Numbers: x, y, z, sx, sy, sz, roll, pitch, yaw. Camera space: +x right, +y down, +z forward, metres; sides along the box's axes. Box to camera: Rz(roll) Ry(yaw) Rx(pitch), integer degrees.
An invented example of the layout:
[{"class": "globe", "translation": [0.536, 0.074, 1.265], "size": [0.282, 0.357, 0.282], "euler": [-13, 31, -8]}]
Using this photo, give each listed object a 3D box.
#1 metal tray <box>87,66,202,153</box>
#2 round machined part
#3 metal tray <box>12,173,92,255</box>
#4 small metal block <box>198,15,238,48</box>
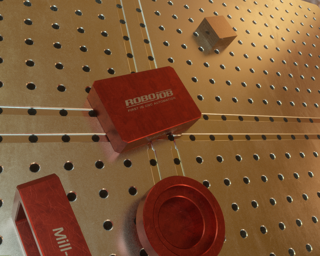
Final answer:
[{"class": "metal tray", "translation": [-0.018, -0.030, 0.413], "size": [0.131, 0.030, 0.090], "euler": [-19, 72, -35]}, {"class": "round machined part", "translation": [0.019, 0.106, 0.343], "size": [0.099, 0.042, 0.098], "euler": [14, 56, -21]}, {"class": "metal tray", "translation": [-0.082, 0.113, 0.252], "size": [0.030, 0.090, 0.130], "euler": [-17, 71, -35]}, {"class": "small metal block", "translation": [0.107, -0.180, 0.575], "size": [0.050, 0.025, 0.050], "euler": [-20, 73, -36]}]
